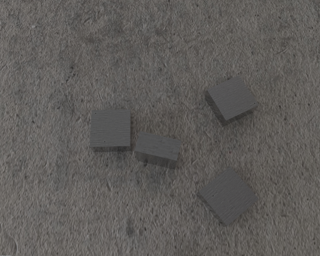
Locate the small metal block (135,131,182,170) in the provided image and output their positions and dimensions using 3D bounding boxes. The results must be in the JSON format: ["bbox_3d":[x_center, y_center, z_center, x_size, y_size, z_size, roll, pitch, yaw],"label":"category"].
[{"bbox_3d":[-0.002,0.029,0.384,0.050,0.050,0.025,13,71,4],"label":"small metal block"}]

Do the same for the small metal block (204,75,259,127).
[{"bbox_3d":[0.096,-0.037,0.422,0.050,0.025,0.050,-25,72,-9],"label":"small metal block"}]

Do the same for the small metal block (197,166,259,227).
[{"bbox_3d":[0.081,0.084,0.378,0.050,0.025,0.050,-36,74,-12],"label":"small metal block"}]

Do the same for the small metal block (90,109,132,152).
[{"bbox_3d":[-0.063,0.004,0.406,0.050,0.025,0.050,-1,70,-1],"label":"small metal block"}]
